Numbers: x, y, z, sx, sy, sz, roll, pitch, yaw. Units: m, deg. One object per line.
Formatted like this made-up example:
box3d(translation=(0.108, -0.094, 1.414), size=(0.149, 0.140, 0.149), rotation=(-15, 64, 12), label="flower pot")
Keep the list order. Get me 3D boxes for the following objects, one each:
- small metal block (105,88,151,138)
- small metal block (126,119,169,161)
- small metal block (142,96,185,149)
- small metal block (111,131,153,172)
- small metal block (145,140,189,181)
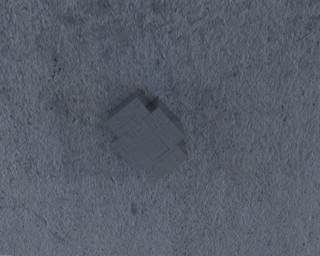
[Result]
box3d(translation=(-0.038, -0.020, 0.389), size=(0.050, 0.050, 0.025), rotation=(-37, 106, 12), label="small metal block")
box3d(translation=(-0.015, 0.007, 0.399), size=(0.025, 0.050, 0.050), rotation=(-38, 106, 12), label="small metal block")
box3d(translation=(0.005, -0.008, 0.394), size=(0.025, 0.050, 0.050), rotation=(-39, 106, 13), label="small metal block")
box3d(translation=(-0.034, 0.022, 0.405), size=(0.025, 0.050, 0.050), rotation=(-38, 106, 12), label="small metal block")
box3d(translation=(0.008, 0.035, 0.410), size=(0.050, 0.050, 0.025), rotation=(-37, 106, 12), label="small metal block")
